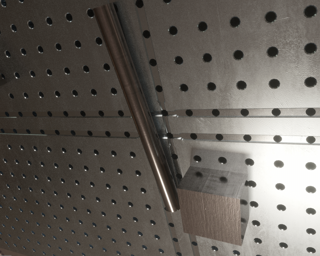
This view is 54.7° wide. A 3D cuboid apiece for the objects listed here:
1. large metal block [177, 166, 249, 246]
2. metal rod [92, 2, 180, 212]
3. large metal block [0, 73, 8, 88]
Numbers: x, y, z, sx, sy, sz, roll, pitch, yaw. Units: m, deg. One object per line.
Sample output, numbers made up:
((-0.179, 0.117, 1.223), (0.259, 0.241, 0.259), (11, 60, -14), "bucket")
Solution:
((0.074, 0.103, 0.419), (0.080, 0.050, 0.079), (5, 121, 25), "large metal block")
((-0.022, -0.011, 0.414), (0.025, 0.025, 0.298), (-5, 116, 30), "metal rod")
((-0.313, -0.083, 0.505), (0.080, 0.050, 0.080), (-22, 107, 36), "large metal block")
